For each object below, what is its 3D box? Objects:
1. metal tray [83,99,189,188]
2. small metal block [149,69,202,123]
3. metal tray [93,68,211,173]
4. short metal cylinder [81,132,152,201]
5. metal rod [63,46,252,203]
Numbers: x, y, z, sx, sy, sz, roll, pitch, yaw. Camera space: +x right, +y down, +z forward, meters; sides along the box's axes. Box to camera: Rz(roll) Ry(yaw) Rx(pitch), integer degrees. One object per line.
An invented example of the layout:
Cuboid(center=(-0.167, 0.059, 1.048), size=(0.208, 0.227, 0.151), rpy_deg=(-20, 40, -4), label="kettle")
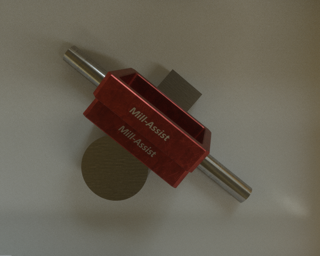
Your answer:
Cuboid(center=(-0.024, 0.014, 0.377), size=(0.130, 0.090, 0.030), rpy_deg=(39, 90, -1), label="metal tray")
Cuboid(center=(0.019, -0.041, 0.410), size=(0.050, 0.025, 0.050), rpy_deg=(41, 90, -1), label="small metal block")
Cuboid(center=(-0.002, -0.015, 0.352), size=(0.130, 0.090, 0.030), rpy_deg=(39, 107, -1), label="metal tray")
Cuboid(center=(-0.052, 0.045, 0.391), size=(0.080, 0.050, 0.079), rpy_deg=(1, 97, 5), label="short metal cylinder")
Cuboid(center=(-0.003, -0.005, 0.411), size=(0.300, 0.025, 0.025), rpy_deg=(39, 90, -1), label="metal rod")
